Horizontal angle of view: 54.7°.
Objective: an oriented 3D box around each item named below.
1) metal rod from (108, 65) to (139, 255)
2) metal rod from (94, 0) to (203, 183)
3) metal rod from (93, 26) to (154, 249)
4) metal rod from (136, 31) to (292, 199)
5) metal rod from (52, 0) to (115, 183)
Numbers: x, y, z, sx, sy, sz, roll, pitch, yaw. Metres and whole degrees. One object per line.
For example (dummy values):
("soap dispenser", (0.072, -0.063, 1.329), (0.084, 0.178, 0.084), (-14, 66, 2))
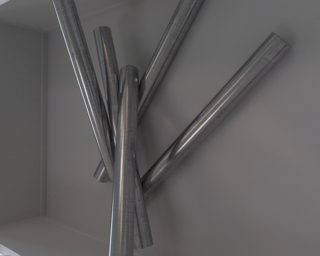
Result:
("metal rod", (-0.040, 0.055, 0.349), (0.025, 0.025, 0.299), (-24, 54, 37))
("metal rod", (-0.024, -0.044, 0.426), (0.025, 0.025, 0.298), (43, 116, 31))
("metal rod", (-0.051, 0.005, 0.415), (0.025, 0.025, 0.299), (-20, 77, 38))
("metal rod", (0.036, 0.013, 0.376), (0.298, 0.025, 0.025), (-50, 61, 28))
("metal rod", (-0.094, -0.064, 0.397), (0.025, 0.025, 0.298), (5, 117, 40))
